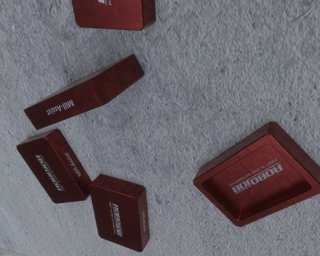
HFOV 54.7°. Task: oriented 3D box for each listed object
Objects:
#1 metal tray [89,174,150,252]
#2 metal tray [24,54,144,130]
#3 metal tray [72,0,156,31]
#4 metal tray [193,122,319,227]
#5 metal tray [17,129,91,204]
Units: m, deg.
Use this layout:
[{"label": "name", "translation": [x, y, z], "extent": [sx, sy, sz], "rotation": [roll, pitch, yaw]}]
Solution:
[{"label": "metal tray", "translation": [-0.067, 0.147, 0.530], "extent": [0.090, 0.030, 0.129], "rotation": [11, 123, 22]}, {"label": "metal tray", "translation": [-0.095, -0.044, 0.387], "extent": [0.130, 0.090, 0.030], "rotation": [-15, 110, 34]}, {"label": "metal tray", "translation": [-0.055, -0.173, 0.325], "extent": [0.090, 0.030, 0.129], "rotation": [10, 123, 22]}, {"label": "metal tray", "translation": [0.116, 0.062, 0.380], "extent": [0.090, 0.030, 0.129], "rotation": [45, 129, -4]}, {"label": "metal tray", "translation": [-0.182, 0.071, 0.544], "extent": [0.090, 0.030, 0.130], "rotation": [-14, 111, 34]}]
